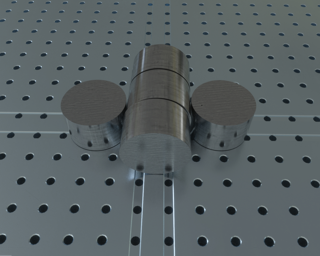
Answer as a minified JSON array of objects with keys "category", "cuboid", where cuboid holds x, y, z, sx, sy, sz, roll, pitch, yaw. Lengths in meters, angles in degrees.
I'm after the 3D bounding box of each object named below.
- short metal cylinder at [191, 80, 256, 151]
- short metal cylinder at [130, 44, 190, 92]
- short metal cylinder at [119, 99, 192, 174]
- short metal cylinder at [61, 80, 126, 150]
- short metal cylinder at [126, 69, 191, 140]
[{"category":"short metal cylinder","cuboid":[0.079,-0.017,0.406,0.081,0.050,0.080,0,50,0]},{"category":"short metal cylinder","cuboid":[0.001,-0.067,0.427,0.081,0.080,0.050,2,50,1]},{"category":"short metal cylinder","cuboid":[-0.005,0.012,0.362,0.081,0.080,0.050,1,50,0]},{"category":"short metal cylinder","cuboid":[-0.082,-0.018,0.404,0.081,0.050,0.080,0,50,0]},{"category":"short metal cylinder","cuboid":[-0.001,-0.028,0.395,0.081,0.080,0.050,2,50,1]}]
